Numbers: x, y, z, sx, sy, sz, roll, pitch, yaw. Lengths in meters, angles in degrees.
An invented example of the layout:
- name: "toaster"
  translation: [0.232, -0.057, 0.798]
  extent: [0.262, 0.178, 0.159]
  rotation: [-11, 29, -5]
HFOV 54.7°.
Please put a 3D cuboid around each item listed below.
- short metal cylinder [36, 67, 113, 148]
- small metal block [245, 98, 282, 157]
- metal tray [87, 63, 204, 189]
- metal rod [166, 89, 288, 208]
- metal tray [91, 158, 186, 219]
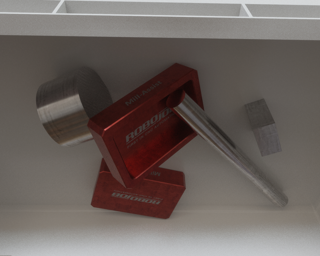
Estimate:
- name: "short metal cylinder"
  translation: [-0.092, -0.023, 0.352]
  extent: [0.050, 0.080, 0.080]
  rotation: [-19, 128, 15]
- name: "small metal block"
  translation: [0.131, -0.001, 0.394]
  extent: [0.025, 0.050, 0.050]
  rotation: [-18, 128, 14]
- name: "metal tray"
  translation: [-0.007, -0.004, 0.351]
  extent: [0.131, 0.030, 0.090]
  rotation: [-37, 133, -23]
- name: "metal rod"
  translation: [0.109, 0.045, 0.425]
  extent: [0.025, 0.025, 0.301]
  rotation: [-31, 131, 23]
- name: "metal tray"
  translation: [-0.035, 0.097, 0.488]
  extent: [0.131, 0.030, 0.089]
  rotation: [13, 129, -11]
